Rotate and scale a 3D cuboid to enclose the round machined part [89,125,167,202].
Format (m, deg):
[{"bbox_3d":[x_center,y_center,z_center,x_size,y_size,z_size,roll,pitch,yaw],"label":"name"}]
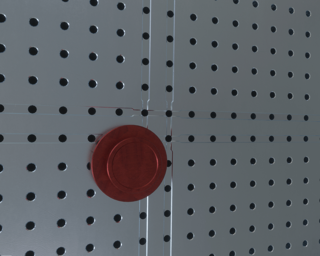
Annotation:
[{"bbox_3d":[-0.036,0.045,0.390,0.099,0.042,0.097,0,90,-20],"label":"round machined part"}]
